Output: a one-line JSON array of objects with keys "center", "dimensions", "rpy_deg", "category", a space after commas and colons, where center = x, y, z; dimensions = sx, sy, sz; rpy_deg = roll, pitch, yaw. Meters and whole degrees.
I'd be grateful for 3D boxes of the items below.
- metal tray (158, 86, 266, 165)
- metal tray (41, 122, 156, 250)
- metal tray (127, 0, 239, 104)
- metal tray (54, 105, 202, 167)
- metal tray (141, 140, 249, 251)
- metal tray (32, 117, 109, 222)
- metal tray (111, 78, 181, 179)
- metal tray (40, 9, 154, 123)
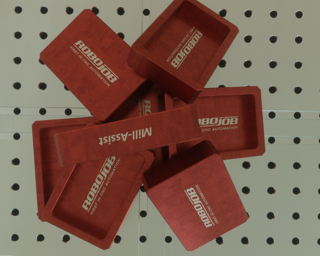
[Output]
[{"center": [0.067, -0.005, 0.393], "dimensions": [0.131, 0.030, 0.090], "rpy_deg": [-4, 90, -17], "category": "metal tray"}, {"center": [-0.073, 0.069, 0.380], "dimensions": [0.090, 0.030, 0.130], "rpy_deg": [27, 90, 0], "category": "metal tray"}, {"center": [0.032, -0.101, 0.377], "dimensions": [0.090, 0.030, 0.130], "rpy_deg": [34, 57, 0], "category": "metal tray"}, {"center": [-0.027, 0.007, 0.316], "dimensions": [0.131, 0.090, 0.030], "rpy_deg": [-12, 90, 4], "category": "metal tray"}, {"center": [0.046, 0.087, 0.378], "dimensions": [0.090, 0.030, 0.130], "rpy_deg": [-29, 123, 0], "category": "metal tray"}, {"center": [-0.115, 0.052, 0.410], "dimensions": [0.090, 0.030, 0.129], "rpy_deg": [-4, 89, -1], "category": "metal tray"}, {"center": [-0.018, 0.000, 0.410], "dimensions": [0.091, 0.030, 0.129], "rpy_deg": [-4, 88, -2], "category": "metal tray"}, {"center": [-0.078, -0.077, 0.394], "dimensions": [0.090, 0.030, 0.130], "rpy_deg": [-45, 75, 0], "category": "metal tray"}]
